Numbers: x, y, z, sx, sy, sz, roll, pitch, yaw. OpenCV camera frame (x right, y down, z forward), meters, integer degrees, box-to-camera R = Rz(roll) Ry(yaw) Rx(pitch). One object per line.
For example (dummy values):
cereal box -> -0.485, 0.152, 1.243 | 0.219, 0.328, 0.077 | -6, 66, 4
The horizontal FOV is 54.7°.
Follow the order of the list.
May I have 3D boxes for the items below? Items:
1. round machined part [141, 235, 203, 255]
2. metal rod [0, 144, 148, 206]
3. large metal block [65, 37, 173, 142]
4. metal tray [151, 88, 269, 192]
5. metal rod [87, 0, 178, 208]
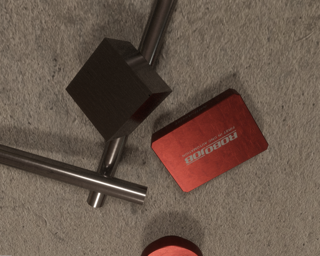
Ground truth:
round machined part -> 0.018, 0.207, 0.477 | 0.099, 0.042, 0.097 | 0, 110, -1
metal rod -> -0.164, 0.048, 0.407 | 0.302, 0.025, 0.025 | 16, 109, 0
large metal block -> -0.047, -0.044, 0.356 | 0.080, 0.050, 0.080 | -44, 79, 25
metal tray -> 0.065, 0.018, 0.415 | 0.130, 0.030, 0.090 | -31, 108, 10
metal rod -> -0.041, -0.024, 0.400 | 0.025, 0.025, 0.298 | 19, 109, -7
